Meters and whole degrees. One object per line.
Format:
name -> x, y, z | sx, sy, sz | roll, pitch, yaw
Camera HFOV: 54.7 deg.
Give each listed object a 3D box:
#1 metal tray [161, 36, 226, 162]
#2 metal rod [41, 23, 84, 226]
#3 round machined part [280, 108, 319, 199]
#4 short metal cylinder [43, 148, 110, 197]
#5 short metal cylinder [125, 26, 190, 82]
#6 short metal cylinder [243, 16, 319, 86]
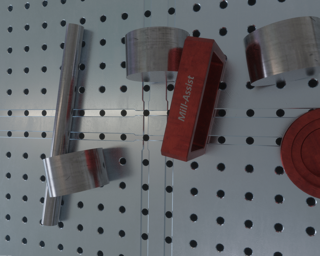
metal tray -> 0.042, -0.031, 0.362 | 0.030, 0.090, 0.129 | 14, 95, 19
metal rod -> -0.146, -0.003, 0.464 | 0.025, 0.025, 0.298 | 9, 93, 20
round machined part -> 0.184, 0.026, 0.338 | 0.098, 0.042, 0.097 | 0, 90, 20
short metal cylinder -> -0.114, 0.060, 0.423 | 0.080, 0.080, 0.050 | -13, 86, 19
short metal cylinder -> -0.002, -0.088, 0.384 | 0.080, 0.080, 0.050 | -2, 90, 20
short metal cylinder -> 0.135, -0.080, 0.336 | 0.080, 0.080, 0.050 | -10, 87, 20
